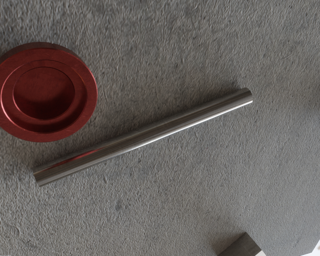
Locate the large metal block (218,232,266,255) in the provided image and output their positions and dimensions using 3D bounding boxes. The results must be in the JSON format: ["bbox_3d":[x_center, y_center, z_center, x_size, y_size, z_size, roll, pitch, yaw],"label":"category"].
[{"bbox_3d":[0.183,0.283,0.666,0.080,0.050,0.080,-39,130,-2],"label":"large metal block"}]

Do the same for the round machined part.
[{"bbox_3d":[-0.116,-0.038,0.309,0.099,0.042,0.097,-14,124,-21],"label":"round machined part"}]

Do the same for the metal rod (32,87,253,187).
[{"bbox_3d":[-0.010,0.006,0.405,0.302,0.025,0.025,-21,127,-16],"label":"metal rod"}]
